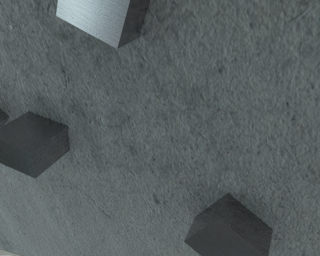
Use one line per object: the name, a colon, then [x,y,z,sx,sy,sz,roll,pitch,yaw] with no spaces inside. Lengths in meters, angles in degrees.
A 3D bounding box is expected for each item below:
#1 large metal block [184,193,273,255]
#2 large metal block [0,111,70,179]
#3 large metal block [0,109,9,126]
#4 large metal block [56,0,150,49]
large metal block: [0.095,0.151,0.433,0.080,0.050,0.080,40,129,0]
large metal block: [-0.203,0.024,0.490,0.080,0.080,0.050,19,126,17]
large metal block: [-0.329,-0.016,0.551,0.080,0.050,0.080,46,129,-5]
large metal block: [-0.057,-0.144,0.330,0.080,0.050,0.079,30,128,8]
